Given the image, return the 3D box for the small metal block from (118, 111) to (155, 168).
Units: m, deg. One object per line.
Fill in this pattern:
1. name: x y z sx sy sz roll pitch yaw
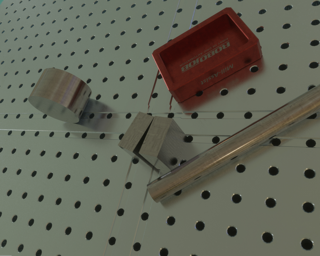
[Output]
1. small metal block: -0.019 0.015 0.391 0.025 0.050 0.050 21 73 35

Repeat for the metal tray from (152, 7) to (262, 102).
1. metal tray: 0.062 -0.104 0.434 0.130 0.030 0.090 -29 52 9

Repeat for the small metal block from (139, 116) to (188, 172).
1. small metal block: 0.006 0.020 0.376 0.025 0.050 0.050 10 67 32

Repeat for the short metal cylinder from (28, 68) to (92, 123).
1. short metal cylinder: -0.154 -0.049 0.481 0.080 0.080 0.050 6 65 30

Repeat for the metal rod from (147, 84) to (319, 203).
1. metal rod: 0.119 0.000 0.345 0.300 0.025 0.025 -31 52 7
